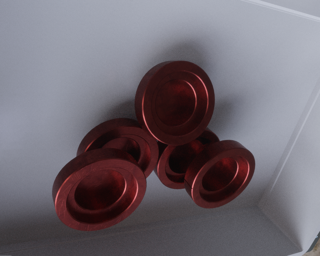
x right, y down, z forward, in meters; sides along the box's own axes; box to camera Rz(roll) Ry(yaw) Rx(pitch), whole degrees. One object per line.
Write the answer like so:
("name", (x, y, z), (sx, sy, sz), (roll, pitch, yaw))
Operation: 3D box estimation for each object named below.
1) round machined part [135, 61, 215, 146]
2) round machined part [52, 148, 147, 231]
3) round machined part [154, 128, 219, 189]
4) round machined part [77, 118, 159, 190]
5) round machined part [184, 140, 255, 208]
("round machined part", (0.014, -0.031, 0.371), (0.099, 0.042, 0.097), (-7, 104, -29))
("round machined part", (-0.068, 0.063, 0.343), (0.099, 0.042, 0.097), (-14, 124, -21))
("round machined part", (0.033, 0.035, 0.435), (0.099, 0.042, 0.097), (-14, 124, -21))
("round machined part", (-0.054, 0.030, 0.385), (0.099, 0.042, 0.097), (-14, 124, -21))
("round machined part", (0.075, 0.057, 0.419), (0.099, 0.042, 0.097), (-14, 124, -21))
